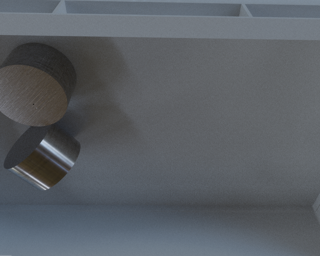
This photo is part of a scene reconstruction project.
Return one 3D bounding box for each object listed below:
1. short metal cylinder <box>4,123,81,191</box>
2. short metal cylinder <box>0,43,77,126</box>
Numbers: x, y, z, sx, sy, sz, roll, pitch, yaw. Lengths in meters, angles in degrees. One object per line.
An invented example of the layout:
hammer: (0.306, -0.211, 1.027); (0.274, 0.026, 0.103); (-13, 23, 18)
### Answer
short metal cylinder: (-0.150, 0.033, 0.399); (0.080, 0.080, 0.050); (-28, 125, 21)
short metal cylinder: (-0.140, -0.048, 0.350); (0.081, 0.050, 0.079); (0, 130, 0)
